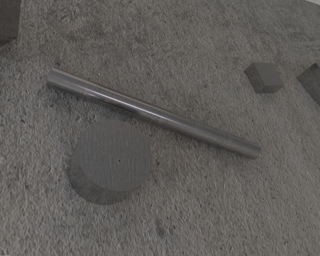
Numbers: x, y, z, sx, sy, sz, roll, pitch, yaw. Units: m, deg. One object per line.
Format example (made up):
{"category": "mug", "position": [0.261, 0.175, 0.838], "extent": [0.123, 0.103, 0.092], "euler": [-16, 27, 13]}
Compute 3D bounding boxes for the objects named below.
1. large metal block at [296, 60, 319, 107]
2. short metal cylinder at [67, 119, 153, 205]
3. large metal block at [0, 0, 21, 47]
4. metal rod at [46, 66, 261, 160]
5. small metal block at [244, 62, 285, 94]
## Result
{"category": "large metal block", "position": [0.338, -0.096, 0.628], "extent": [0.081, 0.050, 0.080], "euler": [-26, 76, -37]}
{"category": "short metal cylinder", "position": [-0.054, 0.037, 0.336], "extent": [0.081, 0.050, 0.080], "euler": [14, 56, -21]}
{"category": "large metal block", "position": [-0.203, -0.125, 0.336], "extent": [0.050, 0.080, 0.080], "euler": [40, 51, -1]}
{"category": "metal rod", "position": [0.004, -0.014, 0.414], "extent": [0.302, 0.025, 0.025], "euler": [20, 54, -17]}
{"category": "small metal block", "position": [0.189, -0.091, 0.561], "extent": [0.050, 0.025, 0.050], "euler": [-5, 64, -31]}
